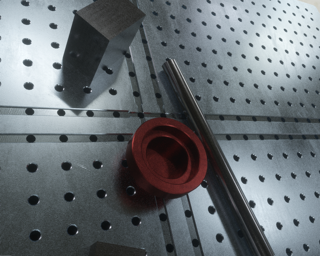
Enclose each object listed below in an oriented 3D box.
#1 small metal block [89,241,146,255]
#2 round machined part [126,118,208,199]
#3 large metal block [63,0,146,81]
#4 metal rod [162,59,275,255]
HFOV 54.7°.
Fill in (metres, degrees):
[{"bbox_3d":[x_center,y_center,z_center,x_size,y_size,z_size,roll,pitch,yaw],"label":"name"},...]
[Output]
[{"bbox_3d":[-0.044,0.142,0.299,0.050,0.025,0.050,18,55,-19],"label":"small metal block"},{"bbox_3d":[0.005,0.039,0.378,0.099,0.042,0.098,14,56,-21],"label":"round machined part"},{"bbox_3d":[-0.074,-0.121,0.408,0.050,0.080,0.080,40,51,-2],"label":"large metal block"},{"bbox_3d":[0.072,0.031,0.429,0.025,0.025,0.299,-11,68,-33],"label":"metal rod"}]
